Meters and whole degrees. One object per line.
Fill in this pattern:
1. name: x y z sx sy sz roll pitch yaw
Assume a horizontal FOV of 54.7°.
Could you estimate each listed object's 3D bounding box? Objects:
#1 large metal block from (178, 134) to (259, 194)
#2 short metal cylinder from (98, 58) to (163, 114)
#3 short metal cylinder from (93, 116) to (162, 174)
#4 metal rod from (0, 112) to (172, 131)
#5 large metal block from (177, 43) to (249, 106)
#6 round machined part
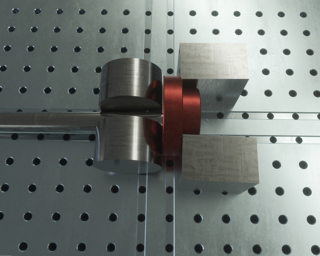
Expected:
1. large metal block: 0.064 0.045 0.367 0.080 0.080 0.050 3 70 1
2. short metal cylinder: -0.037 -0.047 0.400 0.080 0.080 0.050 1 71 0
3. short metal cylinder: -0.038 0.023 0.373 0.080 0.080 0.050 1 71 0
4. metal rod: -0.120 -0.009 0.402 0.302 0.025 0.025 0 70 4
5. large metal block: 0.065 -0.067 0.408 0.081 0.080 0.050 0 70 0
6. round machined part: 0.025 -0.015 0.378 0.042 0.098 0.098 1 70 0
